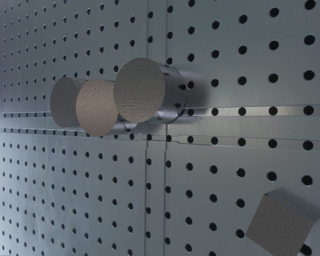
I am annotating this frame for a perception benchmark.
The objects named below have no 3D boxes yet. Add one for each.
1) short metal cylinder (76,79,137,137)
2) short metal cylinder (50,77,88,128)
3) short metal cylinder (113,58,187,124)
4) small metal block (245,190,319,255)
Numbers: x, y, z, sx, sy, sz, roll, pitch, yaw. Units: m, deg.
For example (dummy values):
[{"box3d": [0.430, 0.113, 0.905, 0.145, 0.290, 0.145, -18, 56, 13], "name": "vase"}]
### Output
[{"box3d": [-0.074, -0.029, 0.448, 0.080, 0.050, 0.079, 1, 93, 32], "name": "short metal cylinder"}, {"box3d": [-0.134, -0.040, 0.504, 0.080, 0.050, 0.079, 0, 90, 40], "name": "short metal cylinder"}, {"box3d": [-0.013, -0.046, 0.399, 0.080, 0.050, 0.080, -1, 88, 34], "name": "short metal cylinder"}, {"box3d": [0.121, 0.099, 0.309, 0.050, 0.025, 0.050, 30, 109, 36], "name": "small metal block"}]
